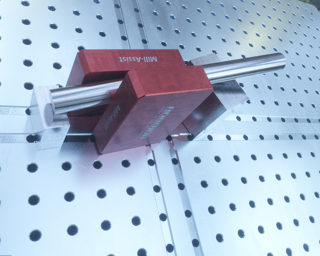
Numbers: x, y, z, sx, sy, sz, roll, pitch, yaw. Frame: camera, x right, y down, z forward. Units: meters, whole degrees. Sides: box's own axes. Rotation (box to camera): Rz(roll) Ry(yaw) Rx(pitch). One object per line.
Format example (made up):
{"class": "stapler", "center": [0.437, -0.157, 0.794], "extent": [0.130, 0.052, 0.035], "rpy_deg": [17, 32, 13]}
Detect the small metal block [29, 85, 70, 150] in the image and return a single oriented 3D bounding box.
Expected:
{"class": "small metal block", "center": [-0.121, -0.011, 0.334], "extent": [0.025, 0.050, 0.050], "rpy_deg": [-9, 66, -32]}

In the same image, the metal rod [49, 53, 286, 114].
{"class": "metal rod", "center": [0.029, -0.058, 0.364], "extent": [0.303, 0.025, 0.025], "rpy_deg": [-14, 69, -24]}

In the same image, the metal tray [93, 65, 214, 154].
{"class": "metal tray", "center": [-0.012, -0.017, 0.346], "extent": [0.091, 0.129, 0.030], "rpy_deg": [-10, 68, -33]}

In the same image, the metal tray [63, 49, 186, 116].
{"class": "metal tray", "center": [-0.042, -0.056, 0.378], "extent": [0.131, 0.090, 0.030], "rpy_deg": [-9, 68, -33]}

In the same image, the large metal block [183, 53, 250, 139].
{"class": "large metal block", "center": [0.062, -0.044, 0.434], "extent": [0.050, 0.080, 0.080], "rpy_deg": [-25, 76, -37]}
